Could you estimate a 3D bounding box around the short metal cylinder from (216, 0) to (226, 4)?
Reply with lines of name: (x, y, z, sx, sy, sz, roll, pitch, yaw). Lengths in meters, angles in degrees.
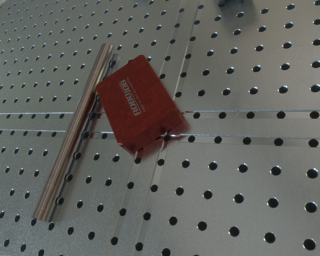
short metal cylinder: (0.095, -0.238, 0.469, 0.050, 0.080, 0.080, -25, 53, 13)

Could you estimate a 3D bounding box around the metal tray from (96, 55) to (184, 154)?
metal tray: (-0.034, -0.038, 0.446, 0.090, 0.030, 0.130, -33, 51, 6)

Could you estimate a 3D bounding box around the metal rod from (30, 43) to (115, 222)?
metal rod: (-0.126, -0.008, 0.479, 0.025, 0.025, 0.300, 1, 62, 29)
